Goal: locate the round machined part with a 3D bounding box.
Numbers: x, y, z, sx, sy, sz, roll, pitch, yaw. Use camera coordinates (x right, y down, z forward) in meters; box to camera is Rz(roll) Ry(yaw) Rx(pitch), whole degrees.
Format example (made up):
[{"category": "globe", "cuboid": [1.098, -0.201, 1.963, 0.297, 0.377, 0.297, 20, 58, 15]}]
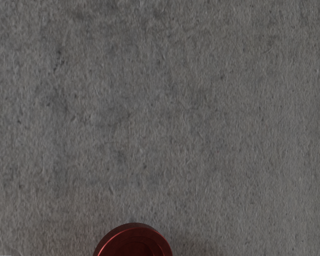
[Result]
[{"category": "round machined part", "cuboid": [-0.037, 0.167, 0.388, 0.099, 0.042, 0.097, 0, 90, -21]}]
